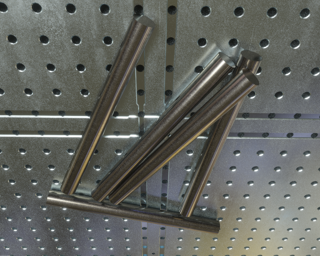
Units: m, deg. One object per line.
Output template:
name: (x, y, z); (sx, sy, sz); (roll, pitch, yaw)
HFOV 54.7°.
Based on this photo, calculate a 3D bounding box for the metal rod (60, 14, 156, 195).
metal rod: (-0.080, -0.007, 0.403); (0.025, 0.025, 0.298); (20, 127, -17)

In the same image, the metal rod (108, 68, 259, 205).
metal rod: (0.012, 0.030, 0.420); (0.025, 0.025, 0.299); (28, 130, -22)

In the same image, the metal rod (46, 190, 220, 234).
metal rod: (-0.039, 0.147, 0.536); (0.302, 0.025, 0.025); (14, 129, -12)

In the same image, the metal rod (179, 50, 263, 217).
metal rod: (0.073, 0.031, 0.439); (0.025, 0.025, 0.298); (8, 130, -7)

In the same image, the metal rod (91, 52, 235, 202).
metal rod: (-0.013, 0.016, 0.424); (0.025, 0.025, 0.299); (29, 124, -23)
